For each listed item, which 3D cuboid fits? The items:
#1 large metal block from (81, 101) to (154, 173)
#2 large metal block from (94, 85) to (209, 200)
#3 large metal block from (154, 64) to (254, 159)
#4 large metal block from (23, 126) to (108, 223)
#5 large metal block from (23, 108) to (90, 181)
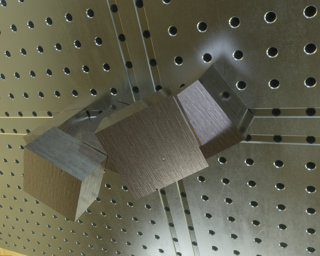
[{"bbox_3d":[-0.043,0.013,0.404,0.080,0.080,0.050,17,125,18],"label":"large metal block"},{"bbox_3d":[-0.007,0.014,0.317,0.080,0.050,0.080,-27,106,7],"label":"large metal block"},{"bbox_3d":[0.048,-0.013,0.361,0.080,0.050,0.080,-34,100,38],"label":"large metal block"},{"bbox_3d":[-0.120,0.058,0.387,0.080,0.050,0.079,28,128,11],"label":"large metal block"},{"bbox_3d":[-0.139,0.026,0.462,0.050,0.080,0.080,-6,115,31],"label":"large metal block"}]
